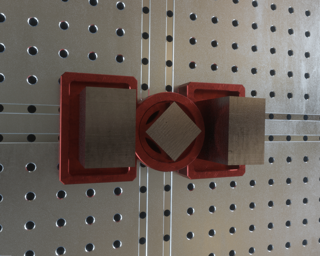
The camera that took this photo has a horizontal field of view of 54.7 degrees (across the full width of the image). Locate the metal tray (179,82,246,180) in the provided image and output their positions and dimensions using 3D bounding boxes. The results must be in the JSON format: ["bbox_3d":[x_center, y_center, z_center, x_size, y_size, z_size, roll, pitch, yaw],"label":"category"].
[{"bbox_3d":[0.074,0.003,0.436,0.091,0.030,0.129,0,90,-20],"label":"metal tray"}]

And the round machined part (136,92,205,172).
[{"bbox_3d":[0.004,0.005,0.396,0.099,0.042,0.097,0,90,-20],"label":"round machined part"}]

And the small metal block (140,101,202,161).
[{"bbox_3d":[0.013,0.004,0.374,0.050,0.025,0.050,46,76,-14],"label":"small metal block"}]

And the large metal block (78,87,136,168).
[{"bbox_3d":[-0.062,-0.001,0.346,0.050,0.080,0.080,1,90,-20],"label":"large metal block"}]

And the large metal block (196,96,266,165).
[{"bbox_3d":[0.089,0.003,0.402,0.050,0.080,0.080,2,90,-20],"label":"large metal block"}]

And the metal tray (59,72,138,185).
[{"bbox_3d":[-0.076,0.001,0.381,0.091,0.030,0.129,1,90,-20],"label":"metal tray"}]
